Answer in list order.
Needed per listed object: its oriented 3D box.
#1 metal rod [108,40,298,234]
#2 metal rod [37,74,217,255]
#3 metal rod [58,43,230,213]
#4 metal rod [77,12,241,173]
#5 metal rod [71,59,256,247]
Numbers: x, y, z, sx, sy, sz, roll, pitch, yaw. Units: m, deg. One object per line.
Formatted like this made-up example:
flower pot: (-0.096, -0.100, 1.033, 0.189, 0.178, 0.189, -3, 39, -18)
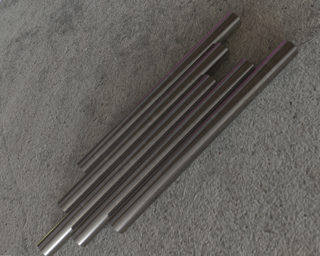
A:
metal rod: (0.054, 0.008, 0.371, 0.300, 0.025, 0.025, -45, 51, -4)
metal rod: (-0.037, 0.045, 0.396, 0.300, 0.025, 0.025, -45, 51, -4)
metal rod: (-0.019, -0.002, 0.415, 0.300, 0.025, 0.025, -45, 51, -4)
metal rod: (0.002, -0.050, 0.434, 0.300, 0.025, 0.025, -45, 51, -4)
metal rod: (0.007, 0.028, 0.383, 0.300, 0.025, 0.025, -45, 51, -4)
